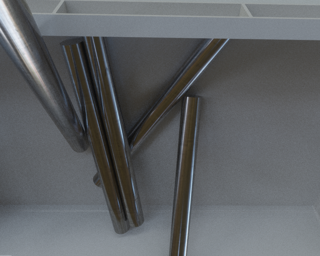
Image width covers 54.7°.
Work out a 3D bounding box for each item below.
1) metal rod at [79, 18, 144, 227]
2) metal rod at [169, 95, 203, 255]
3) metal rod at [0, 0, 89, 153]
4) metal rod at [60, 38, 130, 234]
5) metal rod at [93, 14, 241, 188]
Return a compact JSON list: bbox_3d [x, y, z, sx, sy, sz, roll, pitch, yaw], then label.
[{"bbox_3d":[-0.053,0.016,0.394,0.025,0.025,0.298,-5,122,4],"label":"metal rod"},{"bbox_3d":[0.030,0.105,0.413,0.025,0.025,0.298,3,103,-3],"label":"metal rod"},{"bbox_3d":[-0.097,-0.025,0.289,0.025,0.025,0.299,4,161,-4],"label":"metal rod"},{"bbox_3d":[-0.077,0.033,0.409,0.025,0.025,0.298,-5,122,4],"label":"metal rod"},{"bbox_3d":[-0.009,-0.014,0.397,0.025,0.025,0.298,27,125,-21],"label":"metal rod"}]
